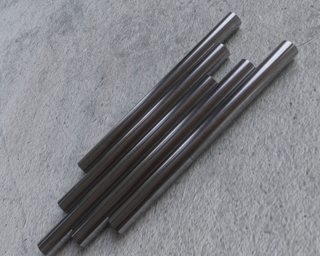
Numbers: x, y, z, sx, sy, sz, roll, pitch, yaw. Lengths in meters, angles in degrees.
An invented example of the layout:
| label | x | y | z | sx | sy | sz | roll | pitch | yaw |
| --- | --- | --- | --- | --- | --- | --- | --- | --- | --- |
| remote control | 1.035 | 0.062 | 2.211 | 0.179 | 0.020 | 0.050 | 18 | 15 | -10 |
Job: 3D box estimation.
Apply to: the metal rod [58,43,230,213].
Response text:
| label | x | y | z | sx | sy | sz | roll | pitch | yaw |
| --- | --- | --- | --- | --- | --- | --- | --- | --- | --- |
| metal rod | -0.019 | -0.002 | 0.415 | 0.300 | 0.025 | 0.025 | -45 | 51 | -4 |

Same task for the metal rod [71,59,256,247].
| label | x | y | z | sx | sy | sz | roll | pitch | yaw |
| --- | --- | --- | --- | --- | --- | --- | --- | --- | --- |
| metal rod | 0.007 | 0.028 | 0.383 | 0.300 | 0.025 | 0.025 | -45 | 51 | -4 |

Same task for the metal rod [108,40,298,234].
| label | x | y | z | sx | sy | sz | roll | pitch | yaw |
| --- | --- | --- | --- | --- | --- | --- | --- | --- | --- |
| metal rod | 0.054 | 0.008 | 0.371 | 0.300 | 0.025 | 0.025 | -45 | 51 | -4 |

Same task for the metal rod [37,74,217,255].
| label | x | y | z | sx | sy | sz | roll | pitch | yaw |
| --- | --- | --- | --- | --- | --- | --- | --- | --- | --- |
| metal rod | -0.037 | 0.045 | 0.396 | 0.300 | 0.025 | 0.025 | -45 | 51 | -4 |

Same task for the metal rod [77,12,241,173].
| label | x | y | z | sx | sy | sz | roll | pitch | yaw |
| --- | --- | --- | --- | --- | --- | --- | --- | --- | --- |
| metal rod | 0.002 | -0.050 | 0.434 | 0.300 | 0.025 | 0.025 | -45 | 51 | -4 |
